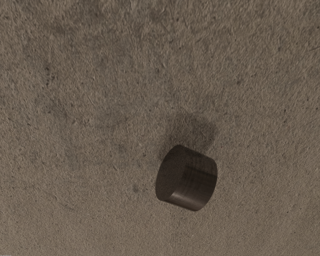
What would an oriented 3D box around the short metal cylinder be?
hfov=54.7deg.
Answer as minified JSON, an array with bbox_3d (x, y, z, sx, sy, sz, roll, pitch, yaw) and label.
[{"bbox_3d":[0.035,0.070,0.431,0.050,0.080,0.080,24,126,-19],"label":"short metal cylinder"}]
